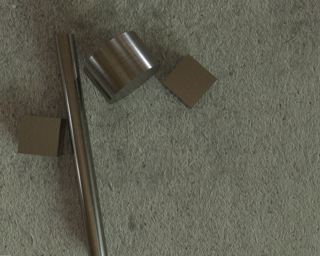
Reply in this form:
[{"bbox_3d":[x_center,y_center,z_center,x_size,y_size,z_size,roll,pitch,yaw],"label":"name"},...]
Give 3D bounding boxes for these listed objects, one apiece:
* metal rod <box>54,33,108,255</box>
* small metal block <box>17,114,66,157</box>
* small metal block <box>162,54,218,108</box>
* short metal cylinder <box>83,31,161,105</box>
[{"bbox_3d":[-0.103,0.026,0.408,0.025,0.025,0.298,-9,90,0],"label":"metal rod"},{"bbox_3d":[-0.154,0.010,0.408,0.050,0.025,0.050,6,90,-1],"label":"small metal block"},{"bbox_3d":[0.039,-0.061,0.411,0.050,0.025,0.050,41,90,-1],"label":"small metal block"},{"bbox_3d":[-0.046,-0.073,0.382,0.080,0.080,0.050,-37,90,0],"label":"short metal cylinder"}]
